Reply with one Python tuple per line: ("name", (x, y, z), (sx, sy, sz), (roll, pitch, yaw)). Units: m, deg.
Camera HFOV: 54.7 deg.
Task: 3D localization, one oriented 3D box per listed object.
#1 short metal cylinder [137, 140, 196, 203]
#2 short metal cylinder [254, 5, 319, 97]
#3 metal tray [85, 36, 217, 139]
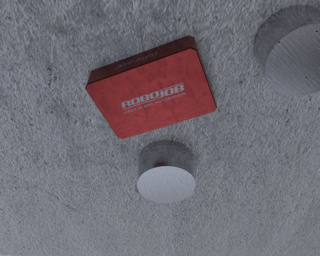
("short metal cylinder", (0.009, 0.063, 0.445), (0.081, 0.050, 0.079), (0, 130, 0))
("short metal cylinder", (0.145, -0.080, 0.324), (0.081, 0.050, 0.079), (0, 130, 0))
("metal tray", (-0.008, -0.043, 0.367), (0.130, 0.030, 0.090), (-17, 128, 13))
